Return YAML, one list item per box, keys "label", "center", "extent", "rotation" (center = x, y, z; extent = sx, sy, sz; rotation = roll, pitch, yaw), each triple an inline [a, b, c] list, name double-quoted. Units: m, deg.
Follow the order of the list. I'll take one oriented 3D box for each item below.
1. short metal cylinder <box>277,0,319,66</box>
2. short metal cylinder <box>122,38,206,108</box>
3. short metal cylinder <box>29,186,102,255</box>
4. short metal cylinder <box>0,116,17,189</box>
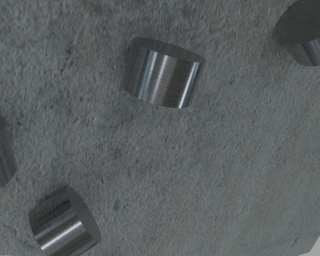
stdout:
- label: "short metal cylinder"
  center: [0.204, -0.128, 0.406]
  extent: [0.080, 0.080, 0.050]
  rotation: [-50, 129, 7]
- label: "short metal cylinder"
  center: [0.004, -0.061, 0.337]
  extent: [0.081, 0.080, 0.050]
  rotation: [3, 117, -30]
- label: "short metal cylinder"
  center: [-0.116, 0.120, 0.383]
  extent: [0.050, 0.080, 0.080]
  rotation: [-32, 129, -8]
- label: "short metal cylinder"
  center: [-0.182, 0.025, 0.287]
  extent: [0.081, 0.080, 0.050]
  rotation: [-13, 124, -22]
